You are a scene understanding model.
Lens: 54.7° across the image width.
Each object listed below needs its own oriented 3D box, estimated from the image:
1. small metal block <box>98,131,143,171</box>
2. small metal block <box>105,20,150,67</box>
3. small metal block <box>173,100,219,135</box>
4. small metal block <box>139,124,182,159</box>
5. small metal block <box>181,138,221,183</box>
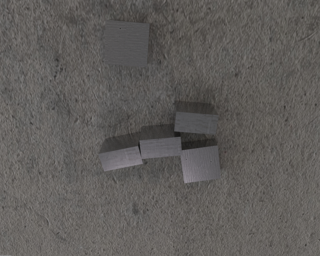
[{"bbox_3d":[-0.048,0.030,0.407,0.050,0.050,0.025,-12,110,4],"label":"small metal block"},{"bbox_3d":[-0.039,-0.102,0.372,0.050,0.025,0.050,4,110,-2],"label":"small metal block"},{"bbox_3d":[0.043,-0.014,0.391,0.050,0.050,0.025,5,110,-2],"label":"small metal block"},{"bbox_3d":[0.001,0.016,0.402,0.050,0.050,0.025,-5,110,2],"label":"small metal block"},{"bbox_3d":[0.055,0.045,0.427,0.050,0.025,0.050,-8,110,3],"label":"small metal block"}]
